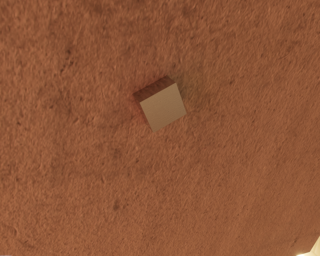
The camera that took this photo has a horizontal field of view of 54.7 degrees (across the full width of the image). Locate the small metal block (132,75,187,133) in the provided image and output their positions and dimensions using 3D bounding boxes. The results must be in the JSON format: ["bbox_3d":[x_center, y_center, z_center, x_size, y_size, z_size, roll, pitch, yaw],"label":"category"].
[{"bbox_3d":[0.000,-0.030,0.390,0.050,0.025,0.050,-30,129,-9],"label":"small metal block"}]
